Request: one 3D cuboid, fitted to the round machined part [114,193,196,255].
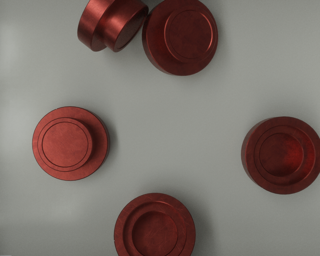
[{"bbox_3d":[-0.006,0.135,0.390,0.099,0.042,0.098,0,63,1],"label":"round machined part"}]

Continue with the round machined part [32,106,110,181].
[{"bbox_3d":[-0.117,0.020,0.401,0.099,0.042,0.097,0,90,-1],"label":"round machined part"}]

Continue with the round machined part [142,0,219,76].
[{"bbox_3d":[0.030,-0.115,0.387,0.099,0.042,0.097,-4,101,-19],"label":"round machined part"}]

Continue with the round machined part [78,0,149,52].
[{"bbox_3d":[-0.050,-0.131,0.374,0.042,0.098,0.098,39,90,0],"label":"round machined part"}]

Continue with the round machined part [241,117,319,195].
[{"bbox_3d":[0.155,0.034,0.405,0.099,0.042,0.097,0,90,-1],"label":"round machined part"}]
